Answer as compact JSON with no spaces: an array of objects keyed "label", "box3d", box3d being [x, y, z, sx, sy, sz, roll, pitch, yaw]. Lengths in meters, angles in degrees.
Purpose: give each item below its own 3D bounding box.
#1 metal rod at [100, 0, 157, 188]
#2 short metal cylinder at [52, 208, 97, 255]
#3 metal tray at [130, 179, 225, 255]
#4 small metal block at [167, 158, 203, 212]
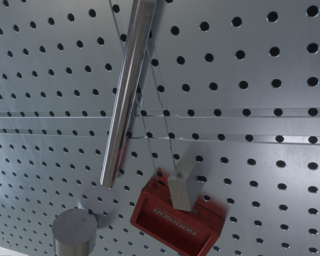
[{"label":"metal rod","box3d":[-0.051,-0.025,0.422,0.025,0.025,0.298,26,128,12]},{"label":"short metal cylinder","box3d":[-0.161,0.200,0.584,0.080,0.080,0.050,22,127,14]},{"label":"metal tray","box3d":[0.023,0.147,0.486,0.130,0.030,0.089,28,128,10]},{"label":"small metal block","box3d":[0.036,0.076,0.424,0.025,0.050,0.050,3,120,27]}]
